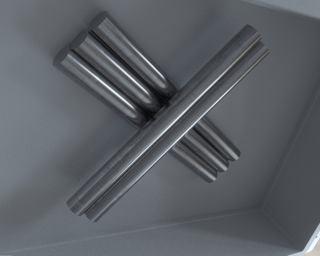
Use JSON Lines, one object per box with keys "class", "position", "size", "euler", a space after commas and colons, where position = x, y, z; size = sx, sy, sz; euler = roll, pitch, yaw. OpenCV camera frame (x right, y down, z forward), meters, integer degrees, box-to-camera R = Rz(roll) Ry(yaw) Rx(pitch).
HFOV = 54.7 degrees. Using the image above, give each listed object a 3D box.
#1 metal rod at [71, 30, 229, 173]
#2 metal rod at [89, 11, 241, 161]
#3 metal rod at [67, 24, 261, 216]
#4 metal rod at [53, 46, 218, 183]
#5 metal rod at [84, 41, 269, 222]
{"class": "metal rod", "position": [0.010, -0.014, 0.403], "size": [0.025, 0.025, 0.301], "euler": [-47, 129, 4]}
{"class": "metal rod", "position": [0.028, -0.032, 0.402], "size": [0.025, 0.025, 0.301], "euler": [-47, 129, 4]}
{"class": "metal rod", "position": [0.003, -0.007, 0.371], "size": [0.300, 0.025, 0.025], "euler": [-45, 129, 3]}
{"class": "metal rod", "position": [-0.008, 0.003, 0.403], "size": [0.025, 0.025, 0.301], "euler": [-47, 129, 4]}
{"class": "metal rod", "position": [0.018, 0.005, 0.387], "size": [0.300, 0.025, 0.025], "euler": [-45, 129, 3]}
